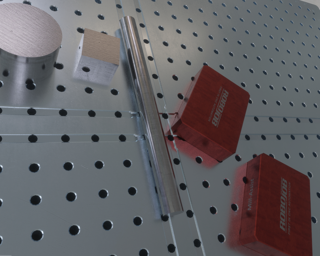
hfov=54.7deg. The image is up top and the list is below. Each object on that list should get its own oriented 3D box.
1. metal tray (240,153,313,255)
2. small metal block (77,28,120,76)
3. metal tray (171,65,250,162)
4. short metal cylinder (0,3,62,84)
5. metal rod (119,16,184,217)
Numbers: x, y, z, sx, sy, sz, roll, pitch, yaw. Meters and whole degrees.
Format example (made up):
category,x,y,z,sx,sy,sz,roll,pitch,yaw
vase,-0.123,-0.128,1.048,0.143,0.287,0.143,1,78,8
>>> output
category,x,y,z,sx,sy,sz,roll,pitch,yaw
metal tray,0.162,0.109,0.426,0.090,0.030,0.130,27,52,-11
small metal block,-0.084,-0.104,0.427,0.050,0.025,0.050,11,57,-22
metal tray,0.080,-0.026,0.464,0.090,0.030,0.130,32,52,-8
short metal cylinder,-0.162,-0.099,0.366,0.081,0.050,0.080,14,56,-21
metal rod,-0.018,-0.033,0.418,0.025,0.025,0.299,0,62,-28
